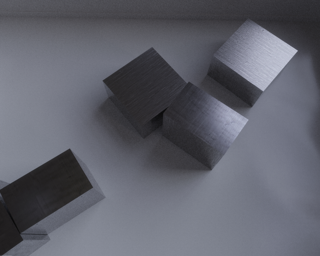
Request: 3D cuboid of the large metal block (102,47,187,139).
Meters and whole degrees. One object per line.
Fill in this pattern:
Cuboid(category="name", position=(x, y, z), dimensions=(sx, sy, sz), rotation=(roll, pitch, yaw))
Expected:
Cuboid(category="large metal block", position=(-0.016, -0.046, 0.413), dimensions=(0.080, 0.050, 0.080), rotation=(-37, 74, -13))

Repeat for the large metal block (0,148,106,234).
Cuboid(category="large metal block", position=(-0.116, 0.075, 0.352), dimensions=(0.080, 0.080, 0.050), rotation=(-32, 74, -11))

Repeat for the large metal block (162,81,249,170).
Cuboid(category="large metal block", position=(0.051, 0.001, 0.381), dimensions=(0.080, 0.080, 0.050), rotation=(35, 74, 11))

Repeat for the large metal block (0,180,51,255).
Cuboid(category="large metal block", position=(-0.175, 0.105, 0.340), dimensions=(0.050, 0.080, 0.080), rotation=(-36, 74, -12))

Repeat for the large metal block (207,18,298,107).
Cuboid(category="large metal block", position=(0.126, -0.090, 0.431), dimensions=(0.080, 0.050, 0.080), rotation=(39, 74, 13))
